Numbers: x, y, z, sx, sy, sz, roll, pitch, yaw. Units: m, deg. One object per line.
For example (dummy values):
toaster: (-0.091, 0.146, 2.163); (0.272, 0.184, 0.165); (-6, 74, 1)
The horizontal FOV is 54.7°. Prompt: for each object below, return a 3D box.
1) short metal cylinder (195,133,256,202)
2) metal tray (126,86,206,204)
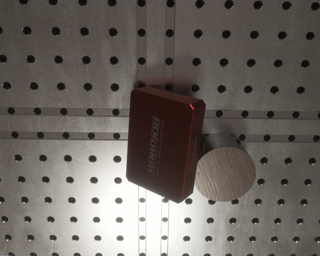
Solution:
short metal cylinder: (0.083, 0.052, 0.420); (0.081, 0.050, 0.079); (0, 110, -1)
metal tray: (0.003, 0.020, 0.393); (0.090, 0.030, 0.129); (18, 114, 30)
